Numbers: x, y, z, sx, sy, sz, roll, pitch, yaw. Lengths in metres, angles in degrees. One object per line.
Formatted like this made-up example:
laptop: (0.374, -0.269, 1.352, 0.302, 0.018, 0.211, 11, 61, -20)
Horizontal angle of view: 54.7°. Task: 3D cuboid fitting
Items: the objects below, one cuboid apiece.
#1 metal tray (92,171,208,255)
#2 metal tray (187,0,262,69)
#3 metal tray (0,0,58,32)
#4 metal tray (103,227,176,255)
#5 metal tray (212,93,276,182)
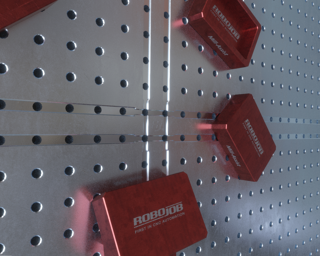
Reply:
metal tray: (-0.008, 0.111, 0.380, 0.131, 0.030, 0.090, -7, 73, -40)
metal tray: (0.108, -0.168, 0.498, 0.130, 0.030, 0.090, 36, 68, -35)
metal tray: (-0.162, -0.154, 0.269, 0.090, 0.030, 0.130, -46, 118, -30)
metal tray: (-0.021, 0.196, 0.391, 0.091, 0.030, 0.129, -6, 94, -40)
metal tray: (0.148, 0.017, 0.534, 0.090, 0.030, 0.130, -48, 119, -29)
